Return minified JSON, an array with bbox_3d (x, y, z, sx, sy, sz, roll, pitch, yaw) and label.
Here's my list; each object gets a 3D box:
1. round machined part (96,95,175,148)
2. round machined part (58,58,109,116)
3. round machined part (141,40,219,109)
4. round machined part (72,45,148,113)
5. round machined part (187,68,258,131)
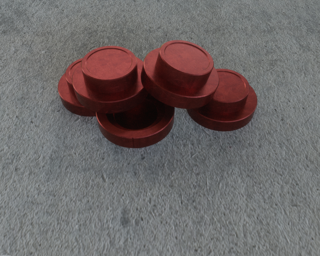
[{"bbox_3d":[-0.031,-0.012,0.403,0.099,0.042,0.098,0,50,0],"label":"round machined part"},{"bbox_3d":[-0.098,-0.066,0.447,0.099,0.042,0.098,0,50,0],"label":"round machined part"},{"bbox_3d":[0.028,-0.073,0.388,0.099,0.042,0.098,9,48,-10],"label":"round machined part"},{"bbox_3d":[-0.062,-0.068,0.395,0.099,0.042,0.098,0,50,0],"label":"round machined part"},{"bbox_3d":[0.086,-0.046,0.432,0.099,0.042,0.098,0,50,0],"label":"round machined part"}]
